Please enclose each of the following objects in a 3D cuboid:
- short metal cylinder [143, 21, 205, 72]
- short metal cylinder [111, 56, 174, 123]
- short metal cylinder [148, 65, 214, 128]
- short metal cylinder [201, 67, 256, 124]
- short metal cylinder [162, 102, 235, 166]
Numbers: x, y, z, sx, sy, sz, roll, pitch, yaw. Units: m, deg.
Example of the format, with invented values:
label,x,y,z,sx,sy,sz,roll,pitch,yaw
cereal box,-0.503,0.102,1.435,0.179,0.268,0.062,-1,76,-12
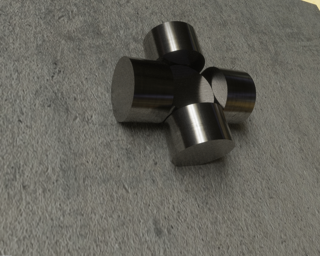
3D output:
label,x,y,z,sx,sy,sz,roll,pitch,yaw
short metal cylinder,0.019,-0.106,0.445,0.081,0.080,0.050,2,62,-28
short metal cylinder,-0.024,-0.046,0.387,0.050,0.080,0.080,2,61,-28
short metal cylinder,0.027,-0.040,0.430,0.081,0.050,0.080,14,56,-21
short metal cylinder,0.092,-0.046,0.450,0.050,0.080,0.080,2,61,-28
short metal cylinder,0.048,0.010,0.391,0.081,0.080,0.050,0,61,-29
